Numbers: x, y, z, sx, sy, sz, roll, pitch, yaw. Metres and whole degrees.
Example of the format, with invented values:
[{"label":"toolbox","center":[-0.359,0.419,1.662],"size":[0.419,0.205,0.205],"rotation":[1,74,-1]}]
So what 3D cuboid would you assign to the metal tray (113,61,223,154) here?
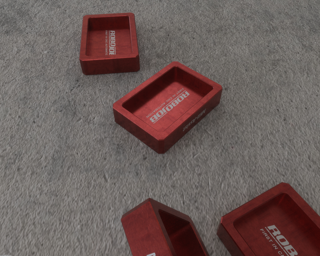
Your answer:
[{"label":"metal tray","center":[0.012,-0.034,0.427],"size":[0.090,0.030,0.131],"rotation":[35,58,25]}]

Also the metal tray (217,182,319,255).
[{"label":"metal tray","center":[0.128,0.125,0.295],"size":[0.091,0.030,0.130],"rotation":[-23,54,-19]}]

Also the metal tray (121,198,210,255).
[{"label":"metal tray","center":[0.023,0.128,0.251],"size":[0.030,0.090,0.130],"rotation":[-35,53,10]}]

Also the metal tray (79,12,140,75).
[{"label":"metal tray","center":[-0.084,-0.145,0.520],"size":[0.091,0.030,0.130],"rotation":[-5,50,-4]}]
